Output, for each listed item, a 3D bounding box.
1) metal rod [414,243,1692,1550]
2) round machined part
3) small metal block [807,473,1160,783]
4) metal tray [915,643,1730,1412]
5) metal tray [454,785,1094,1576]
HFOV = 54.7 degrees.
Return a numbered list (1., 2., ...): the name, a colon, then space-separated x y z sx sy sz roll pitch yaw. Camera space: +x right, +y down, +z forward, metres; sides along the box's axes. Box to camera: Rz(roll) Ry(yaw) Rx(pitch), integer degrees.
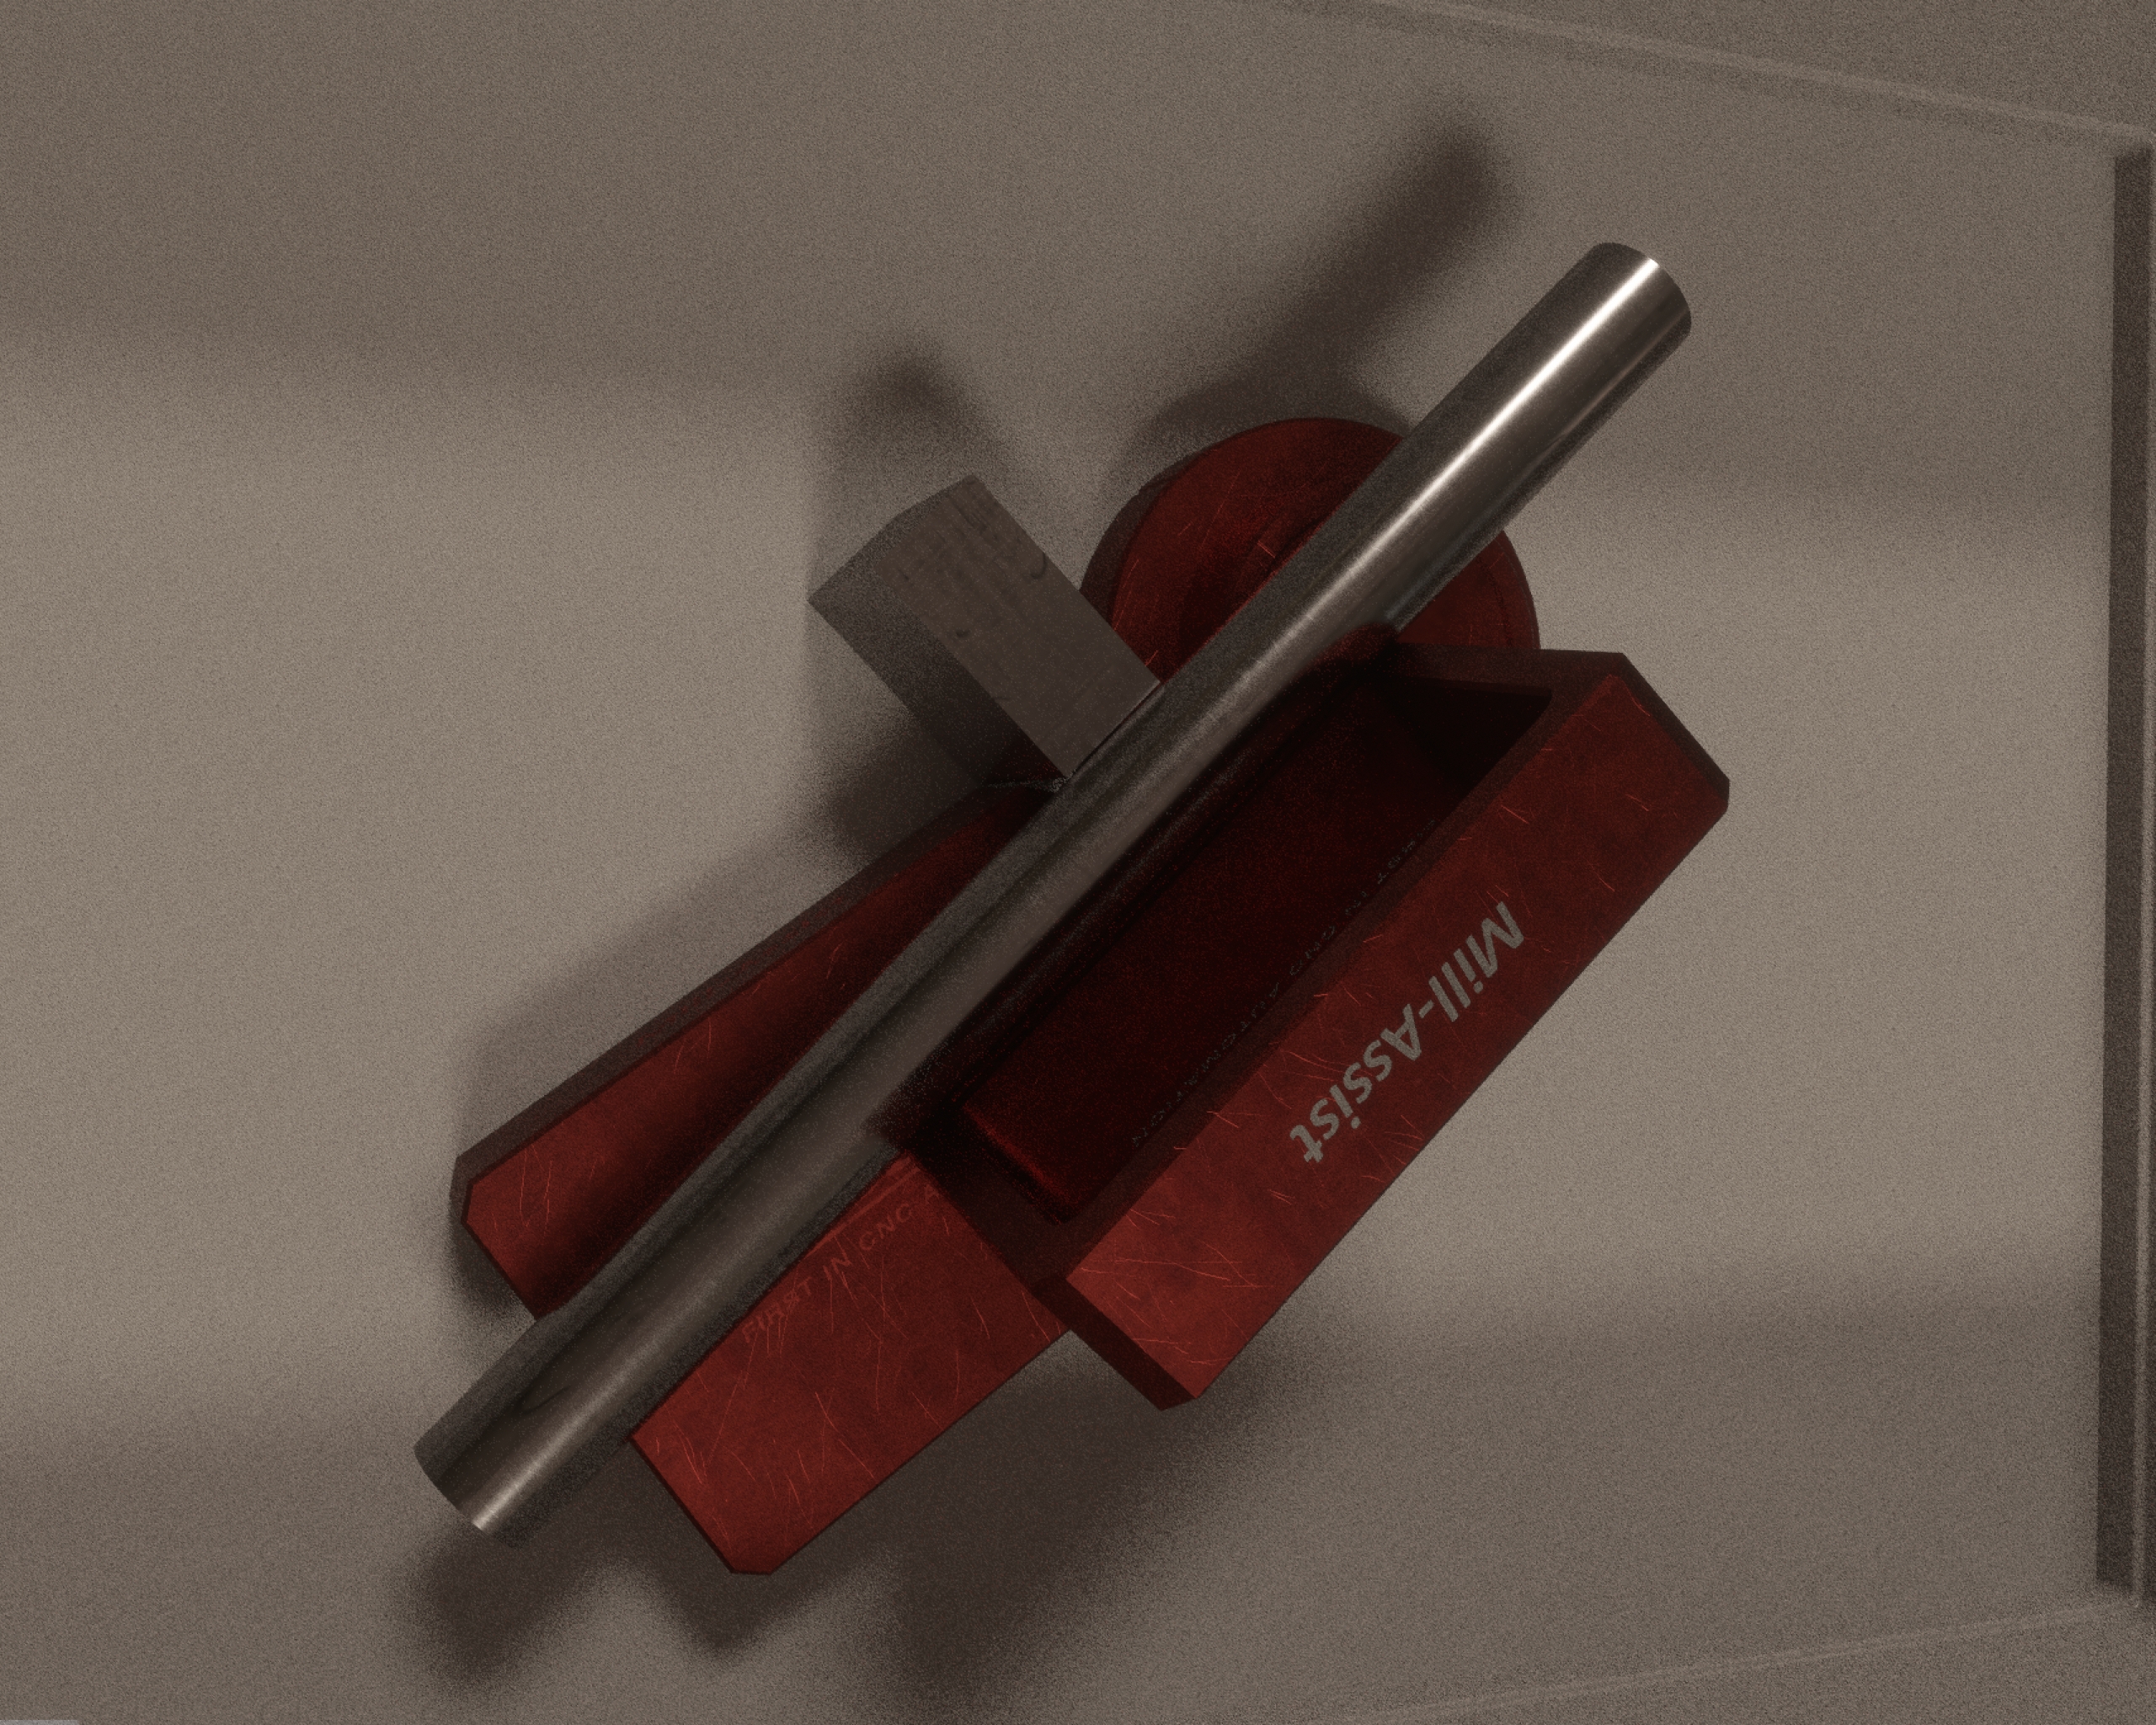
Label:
1. metal rod: 0.003 -0.002 0.370 0.300 0.025 0.025 -46 105 -10
2. round machined part: 0.052 -0.041 0.420 0.099 0.042 0.097 0 90 -21
3. small metal block: -0.019 -0.042 0.390 0.025 0.050 0.050 -47 105 -14
4. metal tray: 0.035 0.020 0.348 0.130 0.090 0.030 -46 108 -8
5. metal tray: -0.038 0.056 0.393 0.131 0.030 0.090 -37 102 -17
